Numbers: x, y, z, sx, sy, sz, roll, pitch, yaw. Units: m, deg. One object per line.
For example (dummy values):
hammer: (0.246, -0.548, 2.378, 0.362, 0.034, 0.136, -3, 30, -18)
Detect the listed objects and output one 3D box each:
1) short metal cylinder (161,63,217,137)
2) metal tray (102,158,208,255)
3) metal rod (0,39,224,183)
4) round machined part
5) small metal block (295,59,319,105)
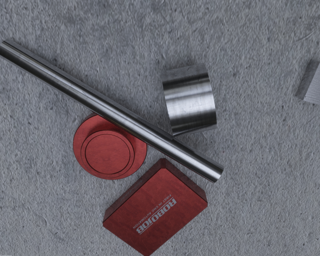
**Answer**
short metal cylinder: (0.034, -0.033, 0.369, 0.050, 0.080, 0.079, -11, 110, 4)
metal tray: (-0.008, 0.117, 0.450, 0.090, 0.030, 0.130, 42, 104, -14)
metal rod: (-0.057, -0.019, 0.377, 0.301, 0.025, 0.025, 31, 107, -2)
round machined part: (-0.066, 0.027, 0.410, 0.099, 0.042, 0.097, 0, 110, -1)
small metal block: (0.209, -0.055, 0.393, 0.050, 0.025, 0.050, 14, 109, -6)
